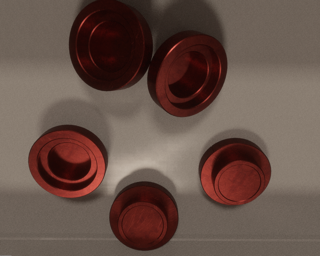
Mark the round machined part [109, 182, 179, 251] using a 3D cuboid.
[{"bbox_3d":[-0.023,0.129,0.439,0.099,0.042,0.097,0,97,1],"label":"round machined part"}]

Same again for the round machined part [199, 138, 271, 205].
[{"bbox_3d":[0.105,0.066,0.428,0.099,0.042,0.097,0,110,-1],"label":"round machined part"}]

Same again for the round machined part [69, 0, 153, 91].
[{"bbox_3d":[-0.052,-0.092,0.354,0.098,0.042,0.097,5,102,24],"label":"round machined part"}]

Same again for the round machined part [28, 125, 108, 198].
[{"bbox_3d":[-0.119,0.041,0.416,0.099,0.042,0.097,0,110,-1],"label":"round machined part"}]

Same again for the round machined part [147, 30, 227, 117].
[{"bbox_3d":[0.028,-0.065,0.364,0.099,0.042,0.097,-17,126,-26],"label":"round machined part"}]
